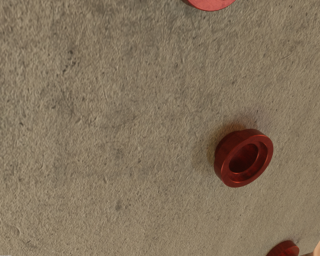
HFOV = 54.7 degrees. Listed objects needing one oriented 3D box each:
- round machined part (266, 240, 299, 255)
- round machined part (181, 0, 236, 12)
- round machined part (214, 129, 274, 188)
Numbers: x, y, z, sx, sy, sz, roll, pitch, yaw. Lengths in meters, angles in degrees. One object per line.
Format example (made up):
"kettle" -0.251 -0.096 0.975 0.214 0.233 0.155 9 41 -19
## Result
"round machined part" 0.309 0.331 0.769 0.099 0.042 0.097 -14 124 -21
"round machined part" 0.060 -0.172 0.322 0.099 0.042 0.097 -14 124 -21
"round machined part" 0.127 0.043 0.491 0.099 0.042 0.097 -14 124 -21
